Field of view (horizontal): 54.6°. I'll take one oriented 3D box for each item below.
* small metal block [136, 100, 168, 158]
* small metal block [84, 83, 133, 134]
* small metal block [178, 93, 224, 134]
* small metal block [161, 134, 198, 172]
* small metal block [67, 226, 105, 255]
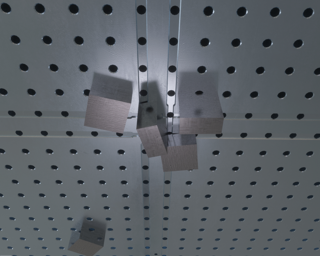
[{"bbox_3d":[-0.009,0.001,0.396,0.025,0.050,0.050,-12,129,10],"label":"small metal block"},{"bbox_3d":[-0.065,-0.024,0.391,0.050,0.025,0.050,12,129,-10],"label":"small metal block"},{"bbox_3d":[0.048,-0.018,0.380,0.050,0.050,0.025,0,130,0],"label":"small metal block"},{"bbox_3d":[0.027,0.035,0.441,0.050,0.025,0.050,-5,130,4],"label":"small metal block"},{"bbox_3d":[-0.142,0.220,0.598,0.050,0.025,0.050,29,124,-22],"label":"small metal block"}]
